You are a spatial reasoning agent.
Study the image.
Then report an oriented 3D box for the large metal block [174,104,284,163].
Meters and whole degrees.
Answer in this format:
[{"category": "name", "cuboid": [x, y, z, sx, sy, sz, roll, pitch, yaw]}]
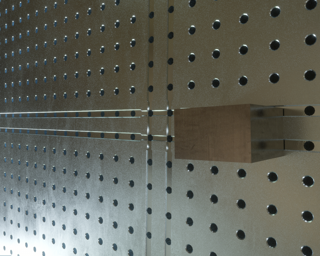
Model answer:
[{"category": "large metal block", "cuboid": [0.071, 0.005, 0.315, 0.080, 0.081, 0.050, -1, 89, 40]}]
